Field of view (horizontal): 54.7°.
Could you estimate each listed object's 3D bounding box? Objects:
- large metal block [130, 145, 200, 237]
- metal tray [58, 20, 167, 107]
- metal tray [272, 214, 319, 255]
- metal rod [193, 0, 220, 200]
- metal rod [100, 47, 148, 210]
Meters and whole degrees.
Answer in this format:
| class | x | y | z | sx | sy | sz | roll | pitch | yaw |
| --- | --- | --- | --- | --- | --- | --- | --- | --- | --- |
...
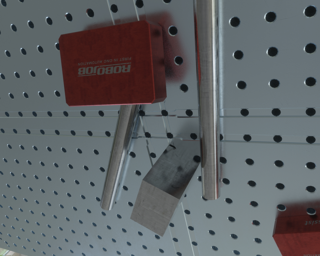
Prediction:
| class | x | y | z | sx | sy | sz | roll | pitch | yaw |
| --- | --- | --- | --- | --- | --- | --- | --- | --- | --- |
| large metal block | 0.008 | 0.084 | 0.422 | 0.050 | 0.080 | 0.079 | 26 | 128 | 11 |
| metal tray | -0.059 | -0.073 | 0.374 | 0.130 | 0.030 | 0.089 | 0 | 100 | 27 |
| metal tray | 0.221 | 0.151 | 0.385 | 0.130 | 0.030 | 0.090 | -18 | 110 | 34 |
| metal rod | 0.056 | -0.038 | 0.357 | 0.025 | 0.025 | 0.298 | 7 | 122 | 24 |
| metal rod | -0.056 | 0.020 | 0.450 | 0.025 | 0.025 | 0.298 | 26 | 128 | 11 |
